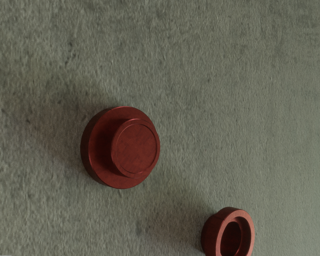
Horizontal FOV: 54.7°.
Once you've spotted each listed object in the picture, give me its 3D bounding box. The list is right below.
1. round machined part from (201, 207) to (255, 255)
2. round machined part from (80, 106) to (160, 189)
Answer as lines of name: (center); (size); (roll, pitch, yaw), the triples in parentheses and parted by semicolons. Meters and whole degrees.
round machined part: (0.101, 0.172, 0.482); (0.099, 0.042, 0.097); (0, 90, -40)
round machined part: (-0.039, 0.023, 0.363); (0.099, 0.042, 0.097); (0, 90, -40)
